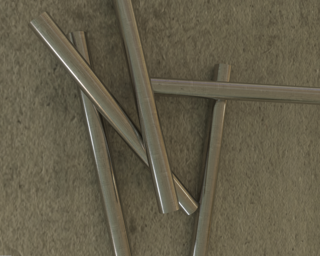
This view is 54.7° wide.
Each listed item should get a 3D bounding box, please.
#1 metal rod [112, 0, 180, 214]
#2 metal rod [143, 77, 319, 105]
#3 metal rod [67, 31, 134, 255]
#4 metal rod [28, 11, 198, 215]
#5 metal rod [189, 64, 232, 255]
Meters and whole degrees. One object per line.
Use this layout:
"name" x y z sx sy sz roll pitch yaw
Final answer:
"metal rod" -0.022 -0.049 0.374 0.025 0.025 0.298 -11 83 -20
"metal rod" 0.120 -0.049 0.420 0.302 0.025 0.025 2 89 -8
"metal rod" -0.072 0.033 0.383 0.025 0.025 0.298 -13 94 -20
"metal rod" -0.042 -0.002 0.374 0.025 0.025 0.300 -43 111 -15
"metal rod" 0.070 0.059 0.436 0.025 0.025 0.298 9 87 -20
